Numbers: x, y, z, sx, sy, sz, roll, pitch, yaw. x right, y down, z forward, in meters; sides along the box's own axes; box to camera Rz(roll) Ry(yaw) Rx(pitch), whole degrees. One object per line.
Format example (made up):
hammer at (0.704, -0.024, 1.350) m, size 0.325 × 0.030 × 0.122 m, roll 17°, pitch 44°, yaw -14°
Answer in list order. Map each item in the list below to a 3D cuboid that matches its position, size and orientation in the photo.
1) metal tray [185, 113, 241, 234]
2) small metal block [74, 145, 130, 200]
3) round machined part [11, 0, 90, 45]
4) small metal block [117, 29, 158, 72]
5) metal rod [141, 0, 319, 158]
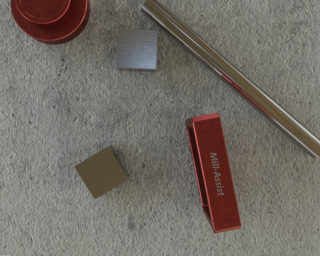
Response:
metal tray at (0.061, 0.049, 0.378) m, size 0.030 × 0.090 × 0.129 m, roll -11°, pitch 90°, yaw 0°
small metal block at (-0.075, 0.057, 0.409) m, size 0.050 × 0.025 × 0.050 m, roll -31°, pitch 90°, yaw -1°
round machined part at (-0.144, -0.162, 0.399) m, size 0.099 × 0.042 × 0.097 m, roll 0°, pitch 90°, yaw -1°
small metal block at (-0.029, -0.101, 0.410) m, size 0.050 × 0.025 × 0.050 m, roll 2°, pitch 90°, yaw -1°
metal rod at (0.097, -0.067, 0.411) m, size 0.300 × 0.025 × 0.025 m, roll 40°, pitch 90°, yaw -1°
